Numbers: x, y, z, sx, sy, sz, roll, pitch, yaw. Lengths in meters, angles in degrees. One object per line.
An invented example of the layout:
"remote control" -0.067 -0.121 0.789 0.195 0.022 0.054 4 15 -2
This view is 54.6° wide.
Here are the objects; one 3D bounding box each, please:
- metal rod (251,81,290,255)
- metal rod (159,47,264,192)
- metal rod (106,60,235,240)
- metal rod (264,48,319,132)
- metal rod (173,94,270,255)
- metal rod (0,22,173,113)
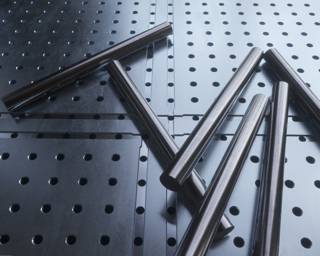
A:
"metal rod" 0.133 0.050 0.365 0.025 0.025 0.300 14 51 11
"metal rod" 0.085 -0.032 0.416 0.025 0.025 0.301 24 48 19
"metal rod" -0.003 0.006 0.402 0.025 0.025 0.300 -22 53 -17
"metal rod" 0.221 -0.010 0.417 0.025 0.025 0.300 -12 51 -10
"metal rod" 0.075 0.049 0.340 0.025 0.025 0.301 22 45 17
"metal rod" -0.101 -0.106 0.495 0.302 0.025 0.025 -33 57 -25
